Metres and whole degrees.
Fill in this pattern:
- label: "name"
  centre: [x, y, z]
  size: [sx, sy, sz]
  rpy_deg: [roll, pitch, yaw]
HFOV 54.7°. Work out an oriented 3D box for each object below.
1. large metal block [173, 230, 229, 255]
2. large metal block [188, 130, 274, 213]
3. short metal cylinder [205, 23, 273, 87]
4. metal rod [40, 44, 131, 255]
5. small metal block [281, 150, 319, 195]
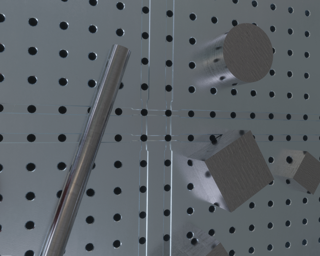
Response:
- label: "large metal block"
  centre: [0.060, 0.203, 0.422]
  size: [0.080, 0.050, 0.080]
  rpy_deg: [-36, 102, -16]
- label: "large metal block"
  centre: [0.099, 0.057, 0.436]
  size: [0.080, 0.050, 0.080]
  rpy_deg: [-31, 101, -17]
- label: "short metal cylinder"
  centre: [0.111, -0.101, 0.440]
  size: [0.081, 0.050, 0.079]
  rpy_deg: [0, 90, -20]
- label: "metal rod"
  centre: [-0.093, 0.041, 0.378]
  size: [0.025, 0.025, 0.299]
  rpy_deg: [20, 83, -19]
- label: "small metal block"
  centre: [0.232, 0.071, 0.498]
  size: [0.050, 0.025, 0.050]
  rpy_deg: [37, 78, -17]
